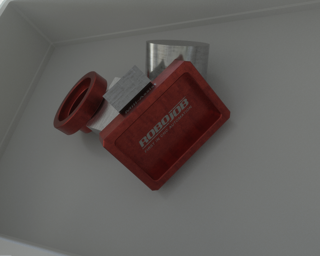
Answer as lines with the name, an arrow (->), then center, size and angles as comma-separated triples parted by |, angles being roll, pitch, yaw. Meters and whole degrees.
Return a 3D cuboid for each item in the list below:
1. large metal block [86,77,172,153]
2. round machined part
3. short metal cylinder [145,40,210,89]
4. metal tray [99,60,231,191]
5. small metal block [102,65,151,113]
large metal block -> -0.037, -0.016, 0.416 | 0.080, 0.050, 0.080 | 16, 70, 34
round machined part -> -0.108, -0.031, 0.451 | 0.098, 0.042, 0.098 | -35, 35, 29
short metal cylinder -> 0.021, -0.085, 0.400 | 0.080, 0.081, 0.050 | 17, 115, 34
metal tray -> 0.007, -0.003, 0.357 | 0.130, 0.090, 0.030 | -45, 24, -4
small metal block -> -0.037, -0.043, 0.366 | 0.050, 0.050, 0.025 | -45, 90, -3
